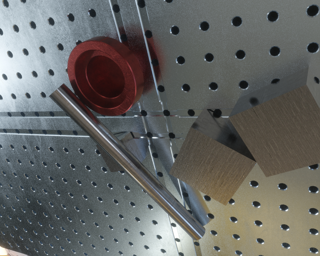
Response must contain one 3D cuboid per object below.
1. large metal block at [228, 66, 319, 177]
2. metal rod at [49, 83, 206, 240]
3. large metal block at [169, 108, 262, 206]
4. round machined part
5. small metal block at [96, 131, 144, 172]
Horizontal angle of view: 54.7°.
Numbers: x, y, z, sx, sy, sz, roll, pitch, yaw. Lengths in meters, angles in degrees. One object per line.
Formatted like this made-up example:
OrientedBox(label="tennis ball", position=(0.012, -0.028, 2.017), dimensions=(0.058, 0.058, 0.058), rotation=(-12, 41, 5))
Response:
OrientedBox(label="large metal block", position=(0.132, -0.004, 0.323), dimensions=(0.080, 0.050, 0.080), rotation=(-26, 105, 37))
OrientedBox(label="metal rod", position=(-0.035, 0.058, 0.436), dimensions=(0.025, 0.025, 0.300), rotation=(-28, 112, 37))
OrientedBox(label="large metal block", position=(0.068, 0.035, 0.381), dimensions=(0.080, 0.050, 0.079), rotation=(29, 128, 10))
OrientedBox(label="round machined part", position=(-0.064, -0.068, 0.392), dimensions=(0.098, 0.042, 0.097), rotation=(13, 124, 21))
OrientedBox(label="small metal block", position=(-0.060, 0.037, 0.466), dimensions=(0.050, 0.025, 0.050), rotation=(-13, 112, 33))
